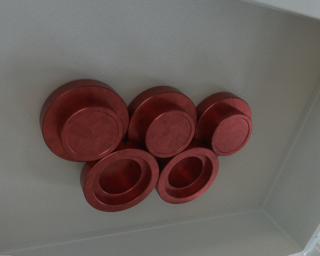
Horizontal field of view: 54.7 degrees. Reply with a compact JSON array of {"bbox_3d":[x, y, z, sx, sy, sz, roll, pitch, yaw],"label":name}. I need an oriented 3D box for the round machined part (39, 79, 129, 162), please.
[{"bbox_3d":[-0.081,-0.002,0.349,0.099,0.042,0.097,-14,124,-22],"label":"round machined part"}]

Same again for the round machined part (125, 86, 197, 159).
[{"bbox_3d":[0.005,-0.001,0.397,0.099,0.042,0.097,-13,123,-21],"label":"round machined part"}]

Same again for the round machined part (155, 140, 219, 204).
[{"bbox_3d":[0.032,0.059,0.449,0.099,0.042,0.097,-14,124,-21],"label":"round machined part"}]

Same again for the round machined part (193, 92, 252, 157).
[{"bbox_3d":[0.092,0.001,0.445,0.099,0.042,0.097,-13,123,-21],"label":"round machined part"}]

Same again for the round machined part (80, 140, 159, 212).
[{"bbox_3d":[-0.054,0.057,0.401,0.099,0.042,0.097,-14,124,-21],"label":"round machined part"}]
